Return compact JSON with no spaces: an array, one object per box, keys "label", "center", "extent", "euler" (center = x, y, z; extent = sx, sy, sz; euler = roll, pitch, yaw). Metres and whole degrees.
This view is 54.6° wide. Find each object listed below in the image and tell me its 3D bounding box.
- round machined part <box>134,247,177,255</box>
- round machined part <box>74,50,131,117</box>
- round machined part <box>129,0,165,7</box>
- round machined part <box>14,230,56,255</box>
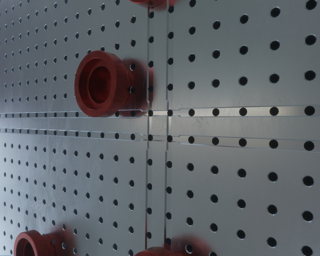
[{"label":"round machined part","center":[0.005,0.201,0.395],"extent":[0.098,0.042,0.097],"euler":[0,90,40]},{"label":"round machined part","center":[-0.083,-0.064,0.468],"extent":[0.098,0.042,0.097],"euler":[0,90,40]},{"label":"round machined part","center":[-0.021,-0.218,0.417],"extent":[0.098,0.042,0.097],"euler":[0,90,40]},{"label":"round machined part","center":[-0.239,0.246,0.598],"extent":[0.098,0.042,0.097],"euler":[0,90,40]}]
